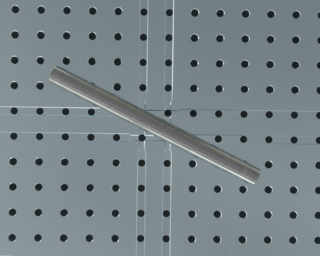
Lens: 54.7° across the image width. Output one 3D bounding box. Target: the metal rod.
[{"bbox_3d":[-0.006,-0.003,0.413,0.301,0.025,0.025,27,90,-1],"label":"metal rod"}]
